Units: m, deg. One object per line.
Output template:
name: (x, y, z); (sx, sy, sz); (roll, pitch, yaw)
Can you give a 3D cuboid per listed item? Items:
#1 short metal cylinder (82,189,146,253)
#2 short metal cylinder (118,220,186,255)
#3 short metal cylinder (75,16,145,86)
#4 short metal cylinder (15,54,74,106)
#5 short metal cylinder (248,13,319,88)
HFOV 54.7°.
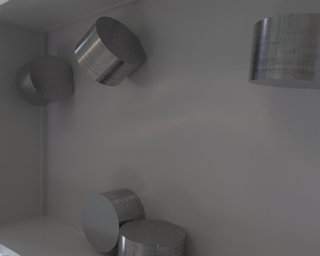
short metal cylinder: (-0.068, 0.131, 0.447); (0.080, 0.050, 0.080); (0, 90, 40)
short metal cylinder: (-0.011, 0.151, 0.380); (0.080, 0.081, 0.050); (6, 93, 40)
short metal cylinder: (-0.068, -0.105, 0.427); (0.050, 0.081, 0.080); (-36, 68, 34)
short metal cylinder: (-0.198, -0.081, 0.535); (0.050, 0.081, 0.080); (-11, 83, 39)
short metal cylinder: (0.121, -0.063, 0.271); (0.080, 0.081, 0.050); (8, 96, 39)
